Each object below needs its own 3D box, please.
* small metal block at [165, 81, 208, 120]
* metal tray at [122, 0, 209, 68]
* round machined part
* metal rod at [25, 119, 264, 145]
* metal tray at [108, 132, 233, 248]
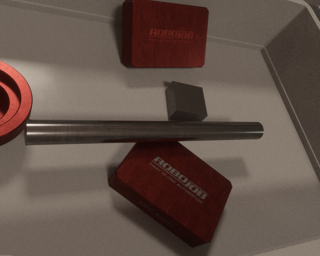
[{"bbox_3d":[0.038,-0.036,0.450,0.050,0.025,0.050,9,58,-24],"label":"small metal block"},{"bbox_3d":[0.010,-0.136,0.458,0.131,0.030,0.089,-7,109,-32],"label":"metal tray"},{"bbox_3d":[-0.183,-0.021,0.310,0.099,0.042,0.098,14,56,-21],"label":"round machined part"},{"bbox_3d":[0.005,0.004,0.367,0.303,0.025,0.025,0,62,-28],"label":"metal rod"},{"bbox_3d":[0.016,0.067,0.372,0.130,0.030,0.090,38,51,-3],"label":"metal tray"}]
